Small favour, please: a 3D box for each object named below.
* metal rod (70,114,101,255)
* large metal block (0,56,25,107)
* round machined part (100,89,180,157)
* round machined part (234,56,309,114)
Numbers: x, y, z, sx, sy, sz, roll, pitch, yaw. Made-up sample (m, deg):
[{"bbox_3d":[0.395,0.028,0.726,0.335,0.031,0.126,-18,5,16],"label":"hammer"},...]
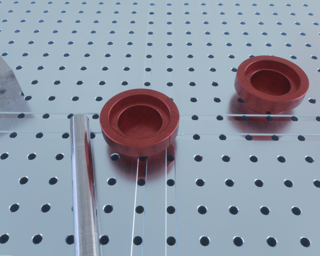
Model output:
[{"bbox_3d":[-0.076,0.102,0.320,0.025,0.025,0.300,-9,51,-8],"label":"metal rod"},{"bbox_3d":[-0.259,-0.067,0.446,0.080,0.050,0.080,-33,58,-25],"label":"large metal block"},{"bbox_3d":[-0.025,-0.002,0.398,0.099,0.042,0.098,0,50,0],"label":"round machined part"},{"bbox_3d":[0.157,-0.058,0.446,0.099,0.042,0.098,0,50,0],"label":"round machined part"}]
